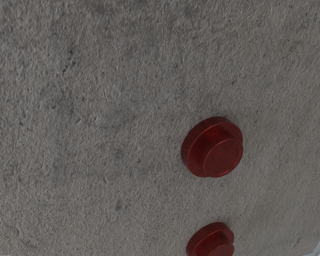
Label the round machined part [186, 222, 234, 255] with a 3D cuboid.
[{"bbox_3d":[0.103,0.233,0.596,0.099,0.042,0.097,-14,124,-21],"label":"round machined part"}]

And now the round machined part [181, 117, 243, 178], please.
[{"bbox_3d":[0.084,0.035,0.463,0.099,0.042,0.097,-14,124,-21],"label":"round machined part"}]
